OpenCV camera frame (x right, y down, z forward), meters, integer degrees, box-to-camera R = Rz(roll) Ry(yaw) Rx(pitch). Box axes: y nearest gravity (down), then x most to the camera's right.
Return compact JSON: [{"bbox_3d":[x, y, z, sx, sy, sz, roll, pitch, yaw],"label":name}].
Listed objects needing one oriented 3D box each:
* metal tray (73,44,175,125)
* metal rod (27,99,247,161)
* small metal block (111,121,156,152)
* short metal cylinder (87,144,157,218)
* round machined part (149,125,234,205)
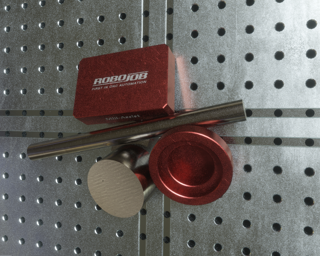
[{"bbox_3d":[-0.047,-0.056,0.411,0.130,0.030,0.090,-5,70,19],"label":"metal tray"},{"bbox_3d":[-0.044,0.007,0.400,0.301,0.025,0.025,-11,86,19],"label":"metal rod"},{"bbox_3d":[-0.035,0.015,0.433,0.050,0.025,0.050,19,96,18],"label":"small metal block"},{"bbox_3d":[-0.045,0.068,0.402,0.080,0.050,0.079,9,112,22],"label":"short metal cylinder"},{"bbox_3d":[0.039,0.041,0.377,0.098,0.042,0.097,5,113,13],"label":"round machined part"}]
